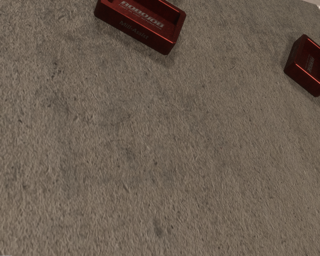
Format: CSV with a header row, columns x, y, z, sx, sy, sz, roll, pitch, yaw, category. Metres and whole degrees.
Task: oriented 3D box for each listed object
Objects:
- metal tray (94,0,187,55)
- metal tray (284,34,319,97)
x,y,z,sx,sy,sz,roll,pitch,yaw,category
-0.028,-0.184,0.498,0.131,0.030,0.090,27,52,-12,metal tray
0.320,-0.135,0.658,0.090,0.030,0.130,37,51,-4,metal tray
